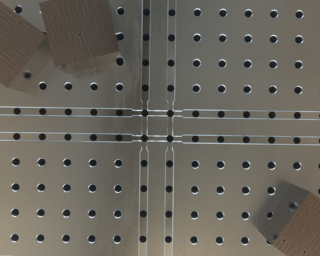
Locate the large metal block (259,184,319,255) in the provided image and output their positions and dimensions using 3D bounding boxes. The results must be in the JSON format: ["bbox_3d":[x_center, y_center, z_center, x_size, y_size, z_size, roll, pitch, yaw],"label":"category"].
[{"bbox_3d":[0.192,0.133,0.402,0.080,0.050,0.080,36,90,0],"label":"large metal block"}]

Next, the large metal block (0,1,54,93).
[{"bbox_3d":[-0.193,-0.104,0.400,0.080,0.050,0.080,36,90,0],"label":"large metal block"}]

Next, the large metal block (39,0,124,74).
[{"bbox_3d":[-0.098,-0.122,0.400,0.080,0.050,0.080,-14,90,0],"label":"large metal block"}]
